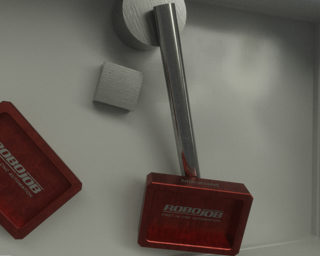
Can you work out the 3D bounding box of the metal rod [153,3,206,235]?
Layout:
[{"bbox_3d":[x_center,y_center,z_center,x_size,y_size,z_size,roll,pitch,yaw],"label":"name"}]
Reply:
[{"bbox_3d":[0.030,0.002,0.392,0.025,0.025,0.298,-16,107,-20],"label":"metal rod"}]

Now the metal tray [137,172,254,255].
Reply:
[{"bbox_3d":[0.042,0.110,0.394,0.131,0.030,0.089,8,105,-6],"label":"metal tray"}]

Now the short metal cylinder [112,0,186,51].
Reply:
[{"bbox_3d":[-0.014,-0.140,0.388,0.081,0.050,0.079,-3,98,-22],"label":"short metal cylinder"}]

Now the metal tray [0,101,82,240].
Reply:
[{"bbox_3d":[-0.164,0.046,0.347,0.090,0.030,0.130,-41,103,-16],"label":"metal tray"}]

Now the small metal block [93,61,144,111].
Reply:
[{"bbox_3d":[-0.053,-0.051,0.392,0.050,0.025,0.050,15,85,-20],"label":"small metal block"}]
